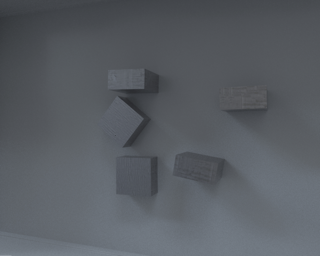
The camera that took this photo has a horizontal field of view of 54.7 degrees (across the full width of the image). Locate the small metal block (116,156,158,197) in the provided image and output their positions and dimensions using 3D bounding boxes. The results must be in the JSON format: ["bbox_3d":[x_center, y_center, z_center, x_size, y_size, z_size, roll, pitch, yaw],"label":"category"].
[{"bbox_3d":[-0.031,0.064,0.421,0.050,0.025,0.050,-1,90,20],"label":"small metal block"}]

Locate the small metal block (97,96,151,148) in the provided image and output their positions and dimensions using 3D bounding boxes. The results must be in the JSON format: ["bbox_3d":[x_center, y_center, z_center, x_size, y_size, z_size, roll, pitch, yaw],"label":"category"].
[{"bbox_3d":[-0.050,-0.009,0.428,0.050,0.025,0.050,41,103,15],"label":"small metal block"}]

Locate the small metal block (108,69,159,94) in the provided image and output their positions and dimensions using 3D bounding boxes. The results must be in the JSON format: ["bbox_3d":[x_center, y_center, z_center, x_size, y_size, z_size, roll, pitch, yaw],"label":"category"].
[{"bbox_3d":[-0.034,-0.061,0.409,0.050,0.050,0.025,1,91,20],"label":"small metal block"}]

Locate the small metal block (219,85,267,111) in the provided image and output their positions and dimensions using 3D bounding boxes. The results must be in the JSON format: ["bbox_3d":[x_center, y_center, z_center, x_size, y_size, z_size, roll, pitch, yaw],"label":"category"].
[{"bbox_3d":[0.099,-0.033,0.362,0.050,0.050,0.025,-1,90,20],"label":"small metal block"}]

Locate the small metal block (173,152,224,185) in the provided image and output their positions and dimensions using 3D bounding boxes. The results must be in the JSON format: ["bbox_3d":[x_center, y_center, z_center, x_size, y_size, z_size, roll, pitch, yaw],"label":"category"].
[{"bbox_3d":[0.049,0.048,0.380,0.050,0.050,0.025,10,94,19],"label":"small metal block"}]
